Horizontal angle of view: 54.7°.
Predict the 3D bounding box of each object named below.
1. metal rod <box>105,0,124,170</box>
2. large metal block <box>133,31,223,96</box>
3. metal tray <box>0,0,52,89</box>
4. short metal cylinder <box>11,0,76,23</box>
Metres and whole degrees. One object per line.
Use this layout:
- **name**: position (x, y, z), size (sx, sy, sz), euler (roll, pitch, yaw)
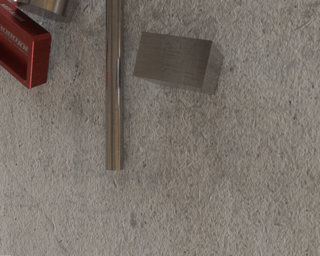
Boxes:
- **metal rod**: position (-0.063, -0.092, 0.429), size (0.025, 0.025, 0.298), euler (0, 90, 19)
- **large metal block**: position (0.025, -0.074, 0.370), size (0.080, 0.080, 0.050), euler (14, 95, 19)
- **metal tray**: position (-0.220, -0.130, 0.460), size (0.130, 0.030, 0.089), euler (38, 132, 15)
- **short metal cylinder**: position (-0.160, -0.186, 0.434), size (0.080, 0.080, 0.050), euler (17, 96, 19)
